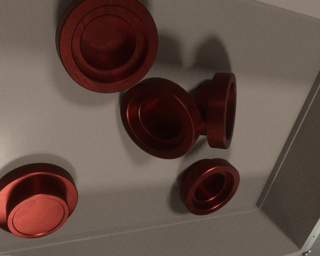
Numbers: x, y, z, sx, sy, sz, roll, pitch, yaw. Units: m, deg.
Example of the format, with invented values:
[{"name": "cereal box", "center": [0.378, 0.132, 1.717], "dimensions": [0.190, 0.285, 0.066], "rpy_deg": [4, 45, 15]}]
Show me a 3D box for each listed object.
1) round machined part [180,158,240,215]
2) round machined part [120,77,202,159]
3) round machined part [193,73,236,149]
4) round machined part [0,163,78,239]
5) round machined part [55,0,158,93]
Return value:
[{"name": "round machined part", "center": [0.075, 0.088, 0.496], "dimensions": [0.099, 0.042, 0.097], "rpy_deg": [-14, 125, -21]}, {"name": "round machined part", "center": [0.005, -0.015, 0.369], "dimensions": [0.042, 0.098, 0.097], "rpy_deg": [-43, 141, -47]}, {"name": "round machined part", "center": [0.071, -0.023, 0.402], "dimensions": [0.098, 0.042, 0.097], "rpy_deg": [5, 91, -69]}, {"name": "round machined part", "center": [-0.149, 0.094, 0.375], "dimensions": [0.099, 0.042, 0.097], "rpy_deg": [-14, 125, -21]}, {"name": "round machined part", "center": [-0.055, -0.088, 0.314], "dimensions": [0.099, 0.042, 0.097], "rpy_deg": [-14, 125, -21]}]
